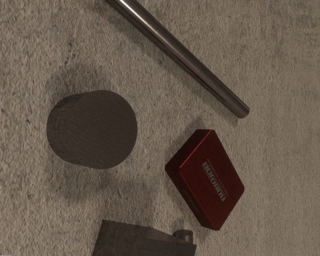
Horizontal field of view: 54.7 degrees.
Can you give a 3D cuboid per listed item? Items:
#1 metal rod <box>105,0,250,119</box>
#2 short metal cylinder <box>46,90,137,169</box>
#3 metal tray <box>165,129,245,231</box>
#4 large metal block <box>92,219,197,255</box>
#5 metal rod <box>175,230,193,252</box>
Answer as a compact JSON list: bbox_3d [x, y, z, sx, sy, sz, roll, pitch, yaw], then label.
[{"bbox_3d":[0.039,-0.095,0.438,0.301,0.025,0.025,34,69,-35],"label":"metal rod"},{"bbox_3d":[-0.072,0.001,0.330,0.081,0.050,0.079,0,90,-40],"label":"short metal cylinder"},{"bbox_3d":[0.072,0.077,0.465,0.090,0.030,0.130,-46,118,-30],"label":"metal tray"},{"bbox_3d":[-0.019,0.145,0.355,0.080,0.080,0.050,24,75,-38],"label":"large metal block"},{"bbox_3d":[0.034,0.296,0.436,0.025,0.025,0.298,0,90,-40],"label":"metal rod"}]
